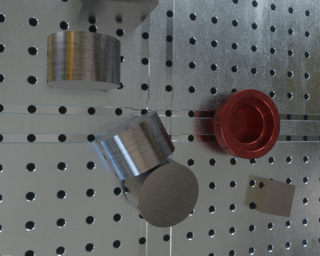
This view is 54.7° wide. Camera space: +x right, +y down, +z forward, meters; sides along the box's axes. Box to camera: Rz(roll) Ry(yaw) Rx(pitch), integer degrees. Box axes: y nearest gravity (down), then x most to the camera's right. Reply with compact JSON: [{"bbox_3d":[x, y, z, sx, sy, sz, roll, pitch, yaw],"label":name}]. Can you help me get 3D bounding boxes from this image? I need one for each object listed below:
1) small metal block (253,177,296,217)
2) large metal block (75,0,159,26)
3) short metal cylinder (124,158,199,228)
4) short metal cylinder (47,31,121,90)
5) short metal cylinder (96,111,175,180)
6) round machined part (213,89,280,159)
[{"bbox_3d":[0.176,0.107,0.477,0.050,0.025,0.050,14,85,-20],"label":"small metal block"},{"bbox_3d":[-0.055,-0.158,0.363,0.081,0.080,0.050,-4,92,-20],"label":"large metal block"},{"bbox_3d":[0.001,0.077,0.393,0.081,0.050,0.079,-5,101,-25],"label":"short metal cylinder"},{"bbox_3d":[-0.085,-0.073,0.352,0.081,0.080,0.050,0,90,-20],"label":"short metal cylinder"},{"bbox_3d":[-0.029,0.019,0.373,0.080,0.080,0.050,-30,100,-18],"label":"short metal cylinder"},{"bbox_3d":[0.120,-0.005,0.448,0.099,0.042,0.097,0,90,-20],"label":"round machined part"}]
